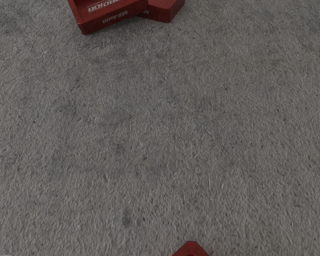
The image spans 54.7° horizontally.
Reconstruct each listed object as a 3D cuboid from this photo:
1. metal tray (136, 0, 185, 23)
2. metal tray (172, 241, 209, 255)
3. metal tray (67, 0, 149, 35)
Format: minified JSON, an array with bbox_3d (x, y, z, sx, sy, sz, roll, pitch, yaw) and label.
[{"bbox_3d":[-0.025,-0.257,0.615,0.130,0.030,0.090,18,52,15],"label":"metal tray"},{"bbox_3d":[0.011,0.171,0.255,0.131,0.030,0.090,-34,58,-25],"label":"metal tray"},{"bbox_3d":[-0.097,-0.233,0.565,0.131,0.030,0.090,-24,65,-4],"label":"metal tray"}]
